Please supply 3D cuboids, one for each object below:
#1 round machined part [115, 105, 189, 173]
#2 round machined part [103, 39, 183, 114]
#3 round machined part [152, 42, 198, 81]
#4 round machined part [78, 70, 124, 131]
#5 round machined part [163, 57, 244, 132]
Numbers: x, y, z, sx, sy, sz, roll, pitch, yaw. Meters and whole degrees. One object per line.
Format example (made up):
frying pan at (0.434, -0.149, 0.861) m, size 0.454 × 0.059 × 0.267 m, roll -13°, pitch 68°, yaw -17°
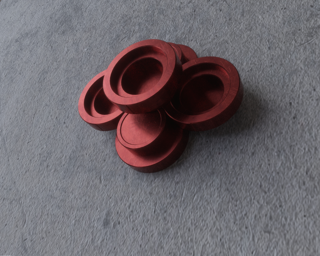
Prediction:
round machined part at (-0.016, 0.005, 0.398) m, size 0.098 × 0.042 × 0.098 m, roll -13°, pitch 56°, yaw 20°
round machined part at (-0.018, -0.059, 0.384) m, size 0.098 × 0.042 × 0.098 m, roll -13°, pitch 57°, yaw 21°
round machined part at (0.007, -0.082, 0.440) m, size 0.098 × 0.042 × 0.098 m, roll -13°, pitch 56°, yaw 20°
round machined part at (-0.066, -0.038, 0.450) m, size 0.098 × 0.042 × 0.098 m, roll -13°, pitch 56°, yaw 20°
round machined part at (0.055, -0.038, 0.388) m, size 0.098 × 0.042 × 0.098 m, roll -13°, pitch 56°, yaw 20°
